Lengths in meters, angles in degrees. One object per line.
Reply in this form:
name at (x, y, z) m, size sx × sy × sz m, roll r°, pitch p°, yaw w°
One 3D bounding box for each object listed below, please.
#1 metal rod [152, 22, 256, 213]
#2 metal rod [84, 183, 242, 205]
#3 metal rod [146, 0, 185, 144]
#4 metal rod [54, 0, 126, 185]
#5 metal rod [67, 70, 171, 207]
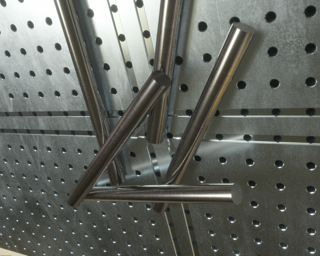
metal rod at (0.041, 0.012, 0.395) m, size 0.025 × 0.025 × 0.298 m, roll 28°, pitch 128°, yaw 10°
metal rod at (-0.023, 0.096, 0.453) m, size 0.300 × 0.025 × 0.025 m, roll -11°, pitch 113°, yaw 41°
metal rod at (0.010, -0.108, 0.338) m, size 0.025 × 0.025 × 0.298 m, roll 19°, pitch 126°, yaw 16°
metal rod at (-0.094, -0.046, 0.429) m, size 0.025 × 0.025 × 0.298 m, roll 3°, pitch 120°, yaw 26°
metal rod at (-0.072, 0.034, 0.434) m, size 0.025 × 0.025 × 0.298 m, roll 40°, pitch 129°, yaw 0°
